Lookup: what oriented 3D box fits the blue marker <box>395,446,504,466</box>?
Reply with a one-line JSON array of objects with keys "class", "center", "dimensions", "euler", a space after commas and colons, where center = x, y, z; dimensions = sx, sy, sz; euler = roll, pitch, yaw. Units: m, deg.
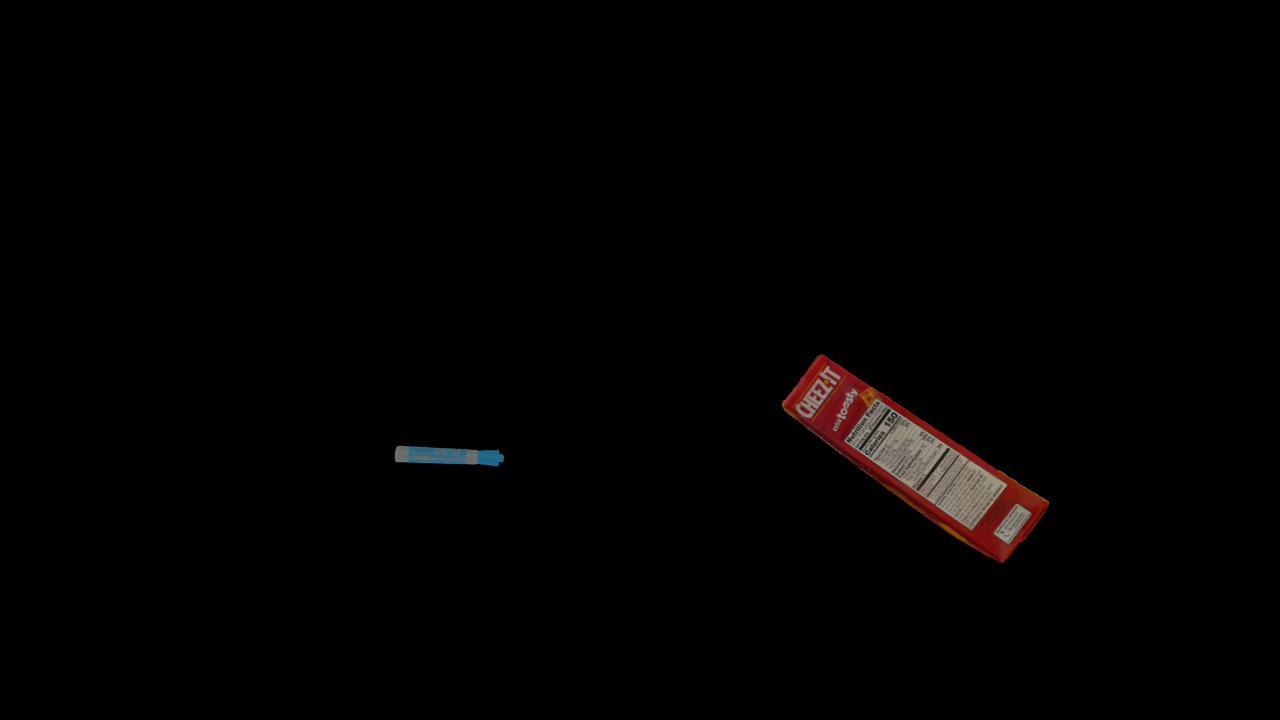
[{"class": "blue marker", "center": [-0.220, 0.112, 0.714], "dimensions": [0.121, 0.020, 0.020], "euler": [3, 0, -7]}]

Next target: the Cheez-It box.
[{"class": "Cheez-It box", "center": [0.255, 0.092, 0.608], "dimensions": [0.223, 0.071, 0.166], "euler": [38, 3, 20]}]
